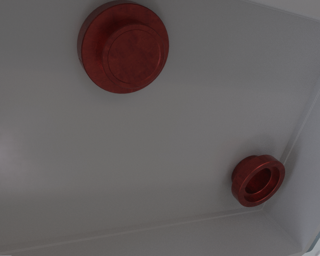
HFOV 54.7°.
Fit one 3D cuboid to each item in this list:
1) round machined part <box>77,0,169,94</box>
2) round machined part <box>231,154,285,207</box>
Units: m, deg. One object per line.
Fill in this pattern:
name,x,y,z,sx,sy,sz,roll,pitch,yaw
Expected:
round machined part,-0.034,-0.081,0.329,0.099,0.042,0.097,-14,124,-21
round machined part,0.165,0.087,0.541,0.099,0.042,0.097,-14,124,-21
